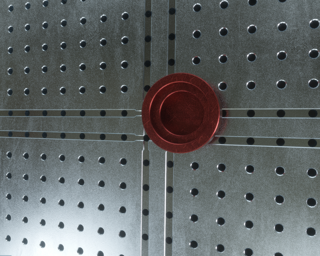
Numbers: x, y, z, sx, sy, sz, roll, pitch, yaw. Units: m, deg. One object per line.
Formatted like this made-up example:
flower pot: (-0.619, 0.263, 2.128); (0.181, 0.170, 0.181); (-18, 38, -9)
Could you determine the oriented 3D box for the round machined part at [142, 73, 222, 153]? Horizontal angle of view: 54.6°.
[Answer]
round machined part: (0.030, -0.018, 0.393); (0.098, 0.042, 0.097); (0, 90, 20)
